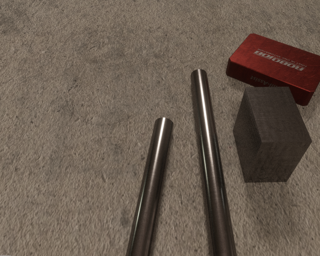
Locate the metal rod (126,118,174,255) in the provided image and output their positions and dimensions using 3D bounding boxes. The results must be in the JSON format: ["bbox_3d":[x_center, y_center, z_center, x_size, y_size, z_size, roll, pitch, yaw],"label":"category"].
[{"bbox_3d":[-0.017,0.108,0.312,0.025,0.025,0.300,7,50,5],"label":"metal rod"}]

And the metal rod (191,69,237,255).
[{"bbox_3d":[0.061,0.035,0.374,0.025,0.025,0.300,0,50,-1],"label":"metal rod"}]

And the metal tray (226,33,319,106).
[{"bbox_3d":[0.182,-0.095,0.482,0.130,0.030,0.090,27,55,20],"label":"metal tray"}]

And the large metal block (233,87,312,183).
[{"bbox_3d":[0.125,0.009,0.362,0.050,0.080,0.080,-1,50,-1],"label":"large metal block"}]
